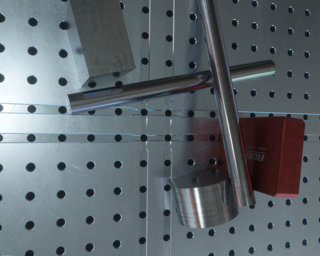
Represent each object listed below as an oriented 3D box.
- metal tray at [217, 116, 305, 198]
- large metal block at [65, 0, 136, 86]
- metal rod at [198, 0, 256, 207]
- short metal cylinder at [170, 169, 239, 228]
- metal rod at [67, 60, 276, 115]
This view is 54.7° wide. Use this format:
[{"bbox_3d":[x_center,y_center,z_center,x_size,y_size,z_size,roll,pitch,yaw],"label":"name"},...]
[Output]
[{"bbox_3d":[0.123,0.032,0.402,0.030,0.130,0.089,7,88,-20],"label":"metal tray"},{"bbox_3d":[-0.072,-0.097,0.357,0.050,0.080,0.080,-15,95,-19],"label":"large metal block"},{"bbox_3d":[0.082,-0.052,0.401,0.025,0.025,0.299,-2,75,-20],"label":"metal rod"},{"bbox_3d":[0.058,0.090,0.405,0.081,0.080,0.050,-13,95,-20],"label":"short metal cylinder"},{"bbox_3d":[0.030,-0.060,0.423,0.302,0.025,0.025,-13,95,-20],"label":"metal rod"}]
